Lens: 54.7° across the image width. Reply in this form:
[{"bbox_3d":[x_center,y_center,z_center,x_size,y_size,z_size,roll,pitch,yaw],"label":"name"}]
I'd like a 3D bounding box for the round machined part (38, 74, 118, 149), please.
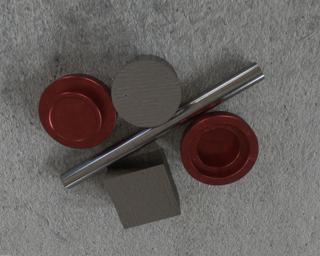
[{"bbox_3d":[-0.105,-0.017,0.394,0.099,0.042,0.097,0,110,0],"label":"round machined part"}]

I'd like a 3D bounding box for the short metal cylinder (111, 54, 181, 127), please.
[{"bbox_3d":[-0.016,-0.047,0.380,0.081,0.050,0.079,0,110,0],"label":"short metal cylinder"}]

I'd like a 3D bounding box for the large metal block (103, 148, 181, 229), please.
[{"bbox_3d":[-0.022,0.083,0.429,0.080,0.050,0.080,-16,110,6],"label":"large metal block"}]

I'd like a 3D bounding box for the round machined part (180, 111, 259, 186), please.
[{"bbox_3d":[0.076,0.024,0.411,0.099,0.042,0.097,0,110,0],"label":"round machined part"}]

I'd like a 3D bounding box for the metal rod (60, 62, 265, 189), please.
[{"bbox_3d":[-0.004,0.002,0.412,0.300,0.025,0.025,-30,108,10],"label":"metal rod"}]
